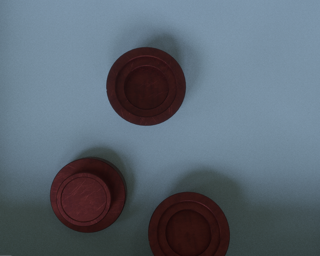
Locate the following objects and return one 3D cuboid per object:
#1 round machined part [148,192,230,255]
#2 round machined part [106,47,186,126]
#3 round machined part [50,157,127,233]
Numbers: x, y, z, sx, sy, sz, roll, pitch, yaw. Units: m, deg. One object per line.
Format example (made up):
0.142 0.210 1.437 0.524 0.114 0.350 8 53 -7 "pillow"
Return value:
0.036 0.133 0.393 0.099 0.042 0.098 -1 71 4 "round machined part"
-0.017 -0.051 0.403 0.099 0.042 0.097 0 90 0 "round machined part"
-0.094 0.088 0.402 0.099 0.042 0.097 0 90 0 "round machined part"
